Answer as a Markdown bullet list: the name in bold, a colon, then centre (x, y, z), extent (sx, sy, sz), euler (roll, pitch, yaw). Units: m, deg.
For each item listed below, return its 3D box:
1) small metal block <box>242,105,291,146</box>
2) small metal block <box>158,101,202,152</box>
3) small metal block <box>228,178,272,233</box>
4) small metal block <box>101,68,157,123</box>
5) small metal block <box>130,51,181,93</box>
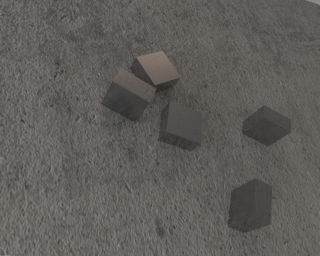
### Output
- **small metal block**: centre (0.164, -0.002, 0.477), extent (0.050, 0.050, 0.025), euler (26, 53, -13)
- **small metal block**: centre (0.028, -0.002, 0.420), extent (0.050, 0.025, 0.050), euler (20, 54, -17)
- **small metal block**: centre (0.113, 0.098, 0.388), extent (0.025, 0.050, 0.050), euler (26, 53, -12)
- **small metal block**: centre (-0.040, -0.040, 0.390), extent (0.050, 0.050, 0.025), euler (30, 52, -9)
- **small metal block**: centre (-0.006, -0.080, 0.449), extent (0.050, 0.025, 0.050), euler (-23, 74, -36)
